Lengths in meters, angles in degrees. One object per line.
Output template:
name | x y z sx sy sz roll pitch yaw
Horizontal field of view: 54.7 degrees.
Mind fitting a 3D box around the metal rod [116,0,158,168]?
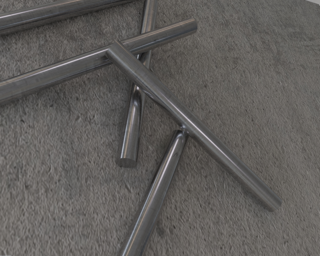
metal rod | -0.027 -0.084 0.440 0.025 0.025 0.300 18 55 -18

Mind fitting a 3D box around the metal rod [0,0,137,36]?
metal rod | -0.108 -0.183 0.456 0.302 0.025 0.025 -34 81 -38

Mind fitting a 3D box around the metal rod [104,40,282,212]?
metal rod | 0.049 0.003 0.401 0.300 0.025 0.025 43 51 -9

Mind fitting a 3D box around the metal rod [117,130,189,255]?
metal rod | -0.024 0.118 0.318 0.025 0.025 0.301 32 52 -8

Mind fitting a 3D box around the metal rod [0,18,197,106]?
metal rod | -0.066 -0.095 0.403 0.302 0.025 0.025 -29 78 -30
